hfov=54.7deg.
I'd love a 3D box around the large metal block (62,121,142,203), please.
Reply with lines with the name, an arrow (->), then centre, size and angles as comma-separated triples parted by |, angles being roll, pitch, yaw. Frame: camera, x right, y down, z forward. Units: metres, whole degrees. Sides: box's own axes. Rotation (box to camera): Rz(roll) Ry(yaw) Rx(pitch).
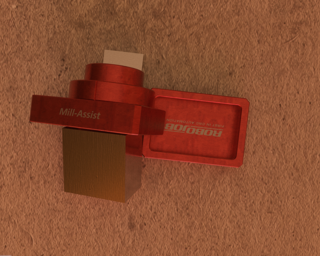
large metal block -> -0.069, 0.038, 0.379 | 0.080, 0.050, 0.079 | 6, 103, 17

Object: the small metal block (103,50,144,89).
small metal block -> -0.049, -0.074, 0.411 | 0.050, 0.025, 0.050 | 7, 90, -1

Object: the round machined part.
round machined part -> -0.054, -0.048, 0.363 | 0.099, 0.098, 0.042 | 6, 90, -1

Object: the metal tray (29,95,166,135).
metal tray -> -0.069, -0.014, 0.361 | 0.130, 0.090, 0.030 | 7, 91, 18

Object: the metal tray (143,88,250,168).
metal tray -> 0.045, 0.000, 0.409 | 0.131, 0.030, 0.089 | 6, 90, -1
